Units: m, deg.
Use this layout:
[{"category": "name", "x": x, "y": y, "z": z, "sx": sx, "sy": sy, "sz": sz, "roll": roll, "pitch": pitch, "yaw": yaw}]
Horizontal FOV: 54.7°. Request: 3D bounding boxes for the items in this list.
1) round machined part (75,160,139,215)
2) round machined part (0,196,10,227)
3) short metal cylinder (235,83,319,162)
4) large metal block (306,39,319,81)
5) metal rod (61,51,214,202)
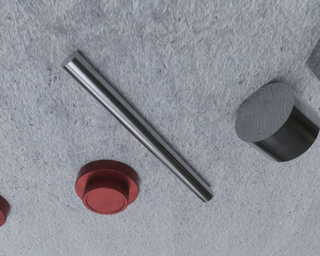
[{"category": "round machined part", "x": -0.082, "y": 0.098, "z": 0.478, "sx": 0.099, "sy": 0.042, "sz": 0.097, "roll": 0, "pitch": 130, "yaw": 0}, {"category": "round machined part", "x": -0.309, "y": 0.144, "z": 0.516, "sx": 0.099, "sy": 0.042, "sz": 0.097, "roll": 0, "pitch": 130, "yaw": 0}, {"category": "short metal cylinder", "x": 0.137, "y": -0.006, "z": 0.367, "sx": 0.050, "sy": 0.080, "sz": 0.080, "roll": 33, "pitch": 123, "yaw": -25}, {"category": "large metal block", "x": 0.218, "y": -0.083, "z": 0.322, "sx": 0.081, "sy": 0.050, "sz": 0.079, "roll": 9, "pitch": 130, "yaw": -8}, {"category": "metal rod", "x": -0.012, "y": 0.016, "z": 0.420, "sx": 0.025, "sy": 0.025, "sz": 0.300, "roll": -29, "pitch": 125, "yaw": 22}]
